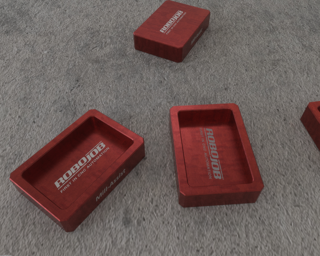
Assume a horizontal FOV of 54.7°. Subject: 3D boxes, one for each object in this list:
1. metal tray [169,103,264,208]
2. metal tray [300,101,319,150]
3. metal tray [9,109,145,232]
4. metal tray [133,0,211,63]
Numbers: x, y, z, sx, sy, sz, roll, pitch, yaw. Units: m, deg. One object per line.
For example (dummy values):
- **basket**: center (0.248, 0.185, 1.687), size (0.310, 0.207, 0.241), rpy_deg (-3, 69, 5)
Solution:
- **metal tray**: center (0.062, 0.028, 0.376), size (0.091, 0.030, 0.130), rpy_deg (-3, 50, -3)
- **metal tray**: center (0.265, 0.001, 0.400), size (0.131, 0.030, 0.090), rpy_deg (-7, 50, -7)
- **metal tray**: center (-0.091, 0.042, 0.363), size (0.090, 0.030, 0.131), rpy_deg (30, 56, 23)
- **metal tray**: center (0.023, -0.174, 0.546), size (0.090, 0.030, 0.130), rpy_deg (22, 53, 17)
